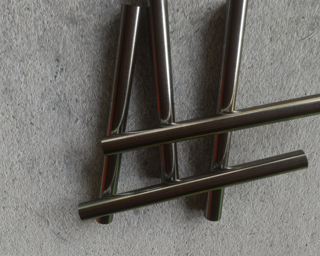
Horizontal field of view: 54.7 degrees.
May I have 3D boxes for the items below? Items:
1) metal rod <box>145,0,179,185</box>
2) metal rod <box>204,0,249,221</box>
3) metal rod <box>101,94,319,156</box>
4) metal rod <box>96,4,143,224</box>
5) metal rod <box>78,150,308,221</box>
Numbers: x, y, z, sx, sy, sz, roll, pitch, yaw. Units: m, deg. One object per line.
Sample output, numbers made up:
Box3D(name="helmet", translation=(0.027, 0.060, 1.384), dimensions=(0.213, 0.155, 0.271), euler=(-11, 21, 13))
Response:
Box3D(name="metal rod", translation=(0.003, -0.062, 0.386), dimensions=(0.025, 0.025, 0.298), euler=(-4, 110, 1))
Box3D(name="metal rod", translation=(0.083, -0.009, 0.406), dimensions=(0.025, 0.025, 0.298), euler=(2, 110, -1))
Box3D(name="metal rod", translation=(0.078, -0.006, 0.380), dimensions=(0.302, 0.025, 0.025), euler=(-11, 110, 4))
Box3D(name="metal rod", translation=(-0.057, -0.003, 0.407), dimensions=(0.025, 0.025, 0.298), euler=(9, 110, -4))
Box3D(name="metal rod", translation=(0.039, 0.077, 0.410), dimensions=(0.301, 0.025, 0.025), euler=(-14, 110, 5))
